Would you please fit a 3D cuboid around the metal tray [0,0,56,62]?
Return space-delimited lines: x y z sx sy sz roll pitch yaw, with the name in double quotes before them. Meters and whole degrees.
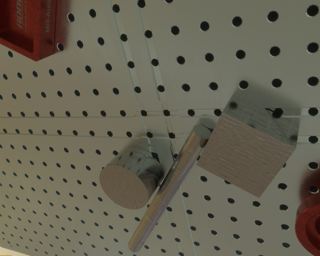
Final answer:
"metal tray" -0.182 -0.163 0.402 0.090 0.030 0.129 27 128 11

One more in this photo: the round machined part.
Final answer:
"round machined part" 0.210 0.109 0.357 0.098 0.042 0.097 13 124 21

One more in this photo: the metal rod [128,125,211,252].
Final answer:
"metal rod" 0.003 0.111 0.477 0.025 0.025 0.298 31 129 8

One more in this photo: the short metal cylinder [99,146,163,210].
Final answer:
"short metal cylinder" -0.042 0.074 0.463 0.080 0.050 0.079 14 124 21

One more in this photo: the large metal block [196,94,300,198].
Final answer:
"large metal block" 0.099 0.020 0.355 0.080 0.050 0.079 27 128 11
